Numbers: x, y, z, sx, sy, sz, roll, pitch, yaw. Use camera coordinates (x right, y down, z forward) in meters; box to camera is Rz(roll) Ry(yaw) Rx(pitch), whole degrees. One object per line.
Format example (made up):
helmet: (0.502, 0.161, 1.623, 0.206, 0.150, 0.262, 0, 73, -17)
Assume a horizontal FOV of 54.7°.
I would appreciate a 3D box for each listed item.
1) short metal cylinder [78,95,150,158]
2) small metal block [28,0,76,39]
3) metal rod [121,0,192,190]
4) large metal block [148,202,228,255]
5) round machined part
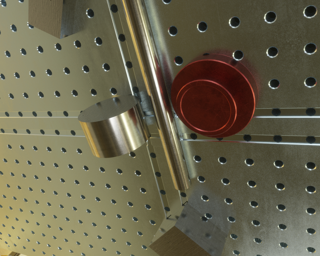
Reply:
short metal cylinder: (-0.059, -0.004, 0.403, 0.080, 0.080, 0.050, -2, 117, 29)
small metal block: (-0.136, -0.148, 0.389, 0.050, 0.025, 0.050, 27, 128, 10)
metal rod: (-0.004, -0.049, 0.381, 0.025, 0.025, 0.298, -2, 118, 28)
large metal block: (0.043, 0.175, 0.480, 0.080, 0.050, 0.080, 39, 129, 1)
round machined part: (0.057, -0.030, 0.351, 0.098, 0.042, 0.097, 13, 124, 20)
